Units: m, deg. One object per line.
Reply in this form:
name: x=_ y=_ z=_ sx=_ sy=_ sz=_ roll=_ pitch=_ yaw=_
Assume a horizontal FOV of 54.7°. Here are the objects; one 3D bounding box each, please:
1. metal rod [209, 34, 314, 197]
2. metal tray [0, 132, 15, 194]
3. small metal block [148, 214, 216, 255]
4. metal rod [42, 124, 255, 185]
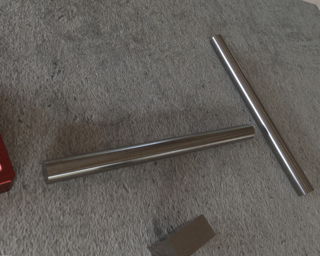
metal rod: x=0.160 y=-0.031 z=0.511 sx=0.025 sy=0.025 sz=0.299 roll=-12 pitch=68 yaw=-34
metal tray: x=-0.202 y=0.009 z=0.286 sx=0.091 sy=0.030 sz=0.130 roll=-16 pitch=70 yaw=-35
small metal block: x=0.022 y=0.120 z=0.328 sx=0.050 sy=0.050 sz=0.025 roll=-23 pitch=75 yaw=-37
metal rod: x=0.010 y=0.026 z=0.394 sx=0.303 sy=0.025 sz=0.025 roll=-9 pitch=66 yaw=-32
